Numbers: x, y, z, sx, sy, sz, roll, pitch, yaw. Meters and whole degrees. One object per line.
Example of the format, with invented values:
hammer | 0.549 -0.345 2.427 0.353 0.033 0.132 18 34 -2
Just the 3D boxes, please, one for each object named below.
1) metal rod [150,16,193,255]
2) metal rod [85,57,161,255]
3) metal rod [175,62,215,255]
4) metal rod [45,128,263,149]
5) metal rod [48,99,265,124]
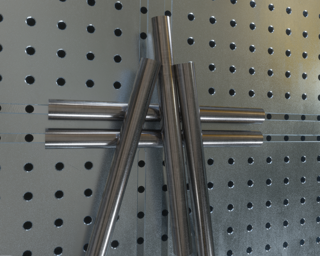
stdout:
metal rod | 0.015 0.012 0.393 0.025 0.025 0.298 -7 93 -20
metal rod | -0.052 0.063 0.375 0.025 0.025 0.298 15 92 -20
metal rod | 0.050 0.065 0.412 0.025 0.025 0.298 -11 101 -20
metal rod | 0.007 0.014 0.417 0.303 0.025 0.025 1 90 -21
metal rod | 0.010 -0.020 0.418 0.303 0.025 0.025 1 90 -21
